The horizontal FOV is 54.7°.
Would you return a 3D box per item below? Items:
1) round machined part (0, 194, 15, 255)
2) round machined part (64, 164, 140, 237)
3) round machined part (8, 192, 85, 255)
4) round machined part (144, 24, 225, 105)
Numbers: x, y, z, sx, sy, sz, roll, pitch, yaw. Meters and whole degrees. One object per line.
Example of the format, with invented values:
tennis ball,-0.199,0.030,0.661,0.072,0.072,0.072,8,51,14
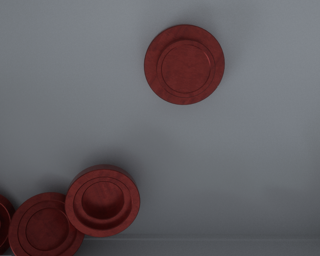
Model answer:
round machined part,-0.255,0.138,0.428,0.042,0.098,0.098,-18,113,39
round machined part,-0.079,0.096,0.429,0.099,0.042,0.097,-2,102,-10
round machined part,-0.158,0.141,0.434,0.099,0.042,0.098,9,69,-24
round machined part,0.030,-0.074,0.375,0.099,0.042,0.097,0,110,-1
